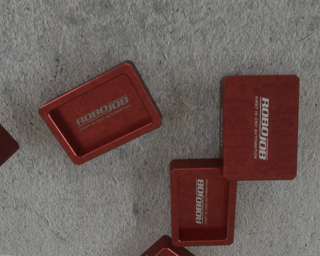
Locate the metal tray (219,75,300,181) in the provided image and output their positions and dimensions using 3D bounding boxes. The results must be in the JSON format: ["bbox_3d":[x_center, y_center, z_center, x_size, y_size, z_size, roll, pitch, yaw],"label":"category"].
[{"bbox_3d":[0.123,-0.001,0.391,0.091,0.030,0.129,-1,95,0],"label":"metal tray"}]

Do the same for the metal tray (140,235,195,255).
[{"bbox_3d":[-0.002,0.242,0.496,0.090,0.030,0.130,41,105,-14],"label":"metal tray"}]

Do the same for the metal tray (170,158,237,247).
[{"bbox_3d":[0.061,0.109,0.447,0.091,0.030,0.129,-2,110,0],"label":"metal tray"}]

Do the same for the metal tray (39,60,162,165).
[{"bbox_3d":[-0.074,-0.018,0.399,0.130,0.030,0.090,-26,108,9],"label":"metal tray"}]

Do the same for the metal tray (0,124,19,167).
[{"bbox_3d":[-0.230,0.021,0.359,0.030,0.130,0.090,-32,107,11],"label":"metal tray"}]
